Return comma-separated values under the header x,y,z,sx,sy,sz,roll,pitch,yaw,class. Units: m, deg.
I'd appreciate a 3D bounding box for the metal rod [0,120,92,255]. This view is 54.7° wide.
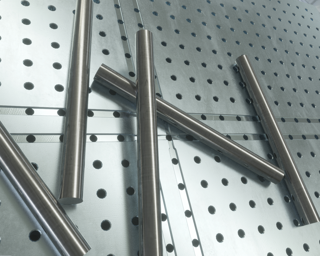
x,y,z,sx,sy,sz,roll,pitch,yaw,class
-0.168,0.007,0.313,0.025,0.025,0.300,-33,80,-38,metal rod

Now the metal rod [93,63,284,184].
x,y,z,sx,sy,sz,roll,pitch,yaw,class
0.047,-0.001,0.435,0.301,0.025,0.025,30,52,-10,metal rod

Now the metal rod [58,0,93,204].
x,y,z,sx,sy,sz,roll,pitch,yaw,class
-0.101,-0.056,0.388,0.025,0.025,0.299,10,58,-24,metal rod

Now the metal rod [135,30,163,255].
x,y,z,sx,sy,sz,roll,pitch,yaw,class
-0.015,0.010,0.372,0.025,0.025,0.299,8,65,-25,metal rod

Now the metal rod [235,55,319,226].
x,y,z,sx,sy,sz,roll,pitch,yaw,class
0.185,0.006,0.506,0.025,0.025,0.299,0,62,-29,metal rod
